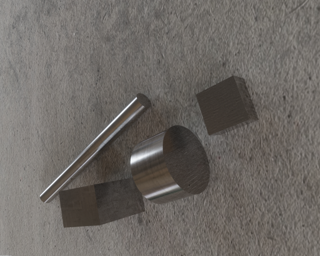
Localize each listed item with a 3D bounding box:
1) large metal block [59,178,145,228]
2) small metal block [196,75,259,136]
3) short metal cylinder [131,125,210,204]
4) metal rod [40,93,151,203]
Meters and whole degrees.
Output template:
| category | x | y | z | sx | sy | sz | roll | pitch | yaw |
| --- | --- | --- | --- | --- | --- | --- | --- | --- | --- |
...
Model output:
| category | x | y | z | sx | sy | sz | roll | pitch | yaw |
| --- | --- | --- | --- | --- | --- | --- | --- | --- | --- |
| large metal block | -0.082 | 0.104 | 0.437 | 0.080 | 0.081 | 0.050 | -18 | 79 | 38 |
| small metal block | 0.074 | -0.023 | 0.344 | 0.050 | 0.025 | 0.050 | -26 | 74 | 37 |
| short metal cylinder | 0.013 | 0.043 | 0.358 | 0.050 | 0.081 | 0.080 | -27 | 73 | 37 |
| metal rod | -0.117 | 0.046 | 0.501 | 0.299 | 0.025 | 0.025 | -41 | 65 | 32 |
